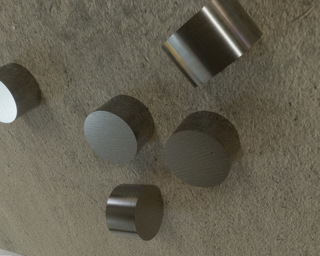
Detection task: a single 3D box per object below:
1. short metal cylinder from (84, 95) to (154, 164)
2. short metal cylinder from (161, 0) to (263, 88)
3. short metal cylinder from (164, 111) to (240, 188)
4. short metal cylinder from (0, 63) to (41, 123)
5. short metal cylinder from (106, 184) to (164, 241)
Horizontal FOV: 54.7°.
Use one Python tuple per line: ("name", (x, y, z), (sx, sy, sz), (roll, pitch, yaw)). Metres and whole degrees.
("short metal cylinder", (-0.055, 0.002, 0.421), (0.080, 0.050, 0.079), (13, 124, 21))
("short metal cylinder", (0.048, -0.083, 0.294), (0.080, 0.080, 0.050), (-34, 99, 38))
("short metal cylinder", (0.052, 0.026, 0.379), (0.080, 0.050, 0.079), (13, 124, 21))
("short metal cylinder", (-0.235, -0.055, 0.481), (0.080, 0.050, 0.079), (13, 124, 21))
("short metal cylinder", (-0.036, 0.125, 0.468), (0.050, 0.080, 0.080), (-4, 117, 30))
